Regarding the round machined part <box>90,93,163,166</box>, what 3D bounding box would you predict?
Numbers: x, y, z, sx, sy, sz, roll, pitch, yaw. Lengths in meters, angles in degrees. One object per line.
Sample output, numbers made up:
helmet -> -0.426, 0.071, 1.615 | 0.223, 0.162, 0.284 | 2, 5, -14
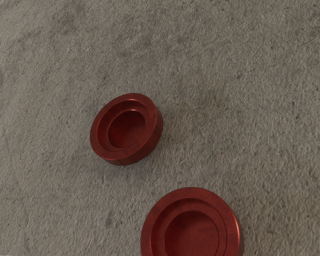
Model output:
round machined part -> -0.040, 0.005, 0.411 | 0.098, 0.042, 0.098 | -13, 56, 21

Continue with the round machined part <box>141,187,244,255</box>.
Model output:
round machined part -> 0.034, 0.112, 0.306 | 0.098, 0.042, 0.098 | -13, 56, 21
